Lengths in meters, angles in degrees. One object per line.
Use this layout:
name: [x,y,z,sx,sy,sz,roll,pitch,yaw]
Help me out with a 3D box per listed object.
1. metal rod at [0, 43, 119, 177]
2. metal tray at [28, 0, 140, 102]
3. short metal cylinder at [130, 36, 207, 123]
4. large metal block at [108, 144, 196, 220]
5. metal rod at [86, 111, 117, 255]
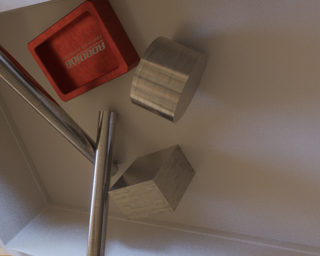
metal rod: [-0.134,-0.020,0.385,0.025,0.025,0.300,0,144,28]
metal tray: [-0.100,-0.095,0.397,0.130,0.030,0.090,-18,109,34]
short metal cylinder: [0.010,-0.052,0.335,0.050,0.080,0.079,26,127,12]
large metal block: [-0.009,0.074,0.422,0.080,0.080,0.050,-22,107,36]
metal rod: [-0.086,0.126,0.435,0.025,0.025,0.298,5,90,25]
